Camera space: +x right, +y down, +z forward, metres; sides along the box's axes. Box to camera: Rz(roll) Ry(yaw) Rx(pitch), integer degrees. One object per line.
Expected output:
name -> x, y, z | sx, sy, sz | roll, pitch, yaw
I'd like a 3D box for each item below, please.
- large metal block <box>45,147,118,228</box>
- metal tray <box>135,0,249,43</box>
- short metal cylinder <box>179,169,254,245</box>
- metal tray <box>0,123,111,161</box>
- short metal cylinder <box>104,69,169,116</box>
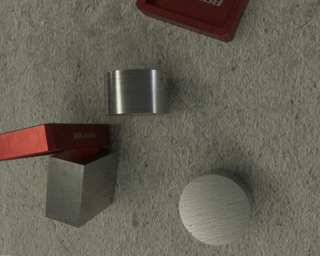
large metal block -> -0.101, 0.072, 0.410 | 0.050, 0.080, 0.079 | 11, 102, 19
metal tray -> 0.044, -0.172, 0.390 | 0.130, 0.030, 0.089 | 25, 98, 18
short metal cylinder -> 0.069, 0.092, 0.371 | 0.080, 0.050, 0.079 | 0, 90, 20
metal tray -> -0.135, 0.017, 0.401 | 0.090, 0.130, 0.030 | -11, 87, 20
short metal cylinder -> -0.029, -0.042, 0.390 | 0.080, 0.080, 0.050 | -2, 90, 20
